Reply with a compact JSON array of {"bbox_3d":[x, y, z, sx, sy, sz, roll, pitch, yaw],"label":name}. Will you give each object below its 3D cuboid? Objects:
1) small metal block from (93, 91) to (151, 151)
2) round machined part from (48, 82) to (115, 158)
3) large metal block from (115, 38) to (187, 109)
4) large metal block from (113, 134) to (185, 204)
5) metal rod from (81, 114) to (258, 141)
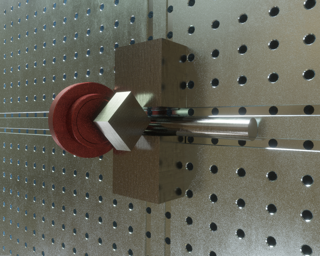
[{"bbox_3d":[-0.044,-0.008,0.372,0.025,0.050,0.050,1,47,40],"label":"small metal block"},{"bbox_3d":[-0.087,-0.010,0.396,0.042,0.099,0.097,7,95,54],"label":"round machined part"},{"bbox_3d":[-0.013,-0.066,0.404,0.080,0.050,0.079,1,91,40],"label":"large metal block"},{"bbox_3d":[-0.016,0.048,0.406,0.080,0.050,0.079,2,91,40],"label":"large metal block"},{"bbox_3d":[-0.017,-0.004,0.423,0.300,0.025,0.025,3,92,40],"label":"metal rod"}]
